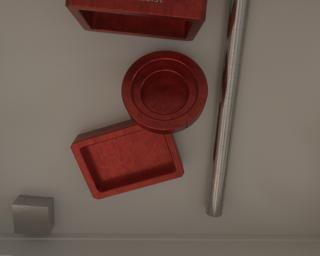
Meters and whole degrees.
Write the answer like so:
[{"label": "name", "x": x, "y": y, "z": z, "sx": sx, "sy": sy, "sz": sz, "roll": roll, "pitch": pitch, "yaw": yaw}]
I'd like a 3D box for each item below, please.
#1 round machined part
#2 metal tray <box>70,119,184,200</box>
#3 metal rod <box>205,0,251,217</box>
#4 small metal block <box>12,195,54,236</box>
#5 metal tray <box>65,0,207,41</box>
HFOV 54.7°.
[{"label": "round machined part", "x": 0.006, "y": -0.039, "z": 0.371, "sx": 0.099, "sy": 0.042, "sz": 0.098, "roll": 0, "pitch": 74, "yaw": 2}, {"label": "metal tray", "x": -0.042, "y": 0.038, "z": 0.421, "sx": 0.131, "sy": 0.030, "sz": 0.089, "roll": -16, "pitch": 110, "yaw": 5}, {"label": "metal rod", "x": 0.086, "y": -0.015, "z": 0.406, "sx": 0.025, "sy": 0.025, "sz": 0.298, "roll": 2, "pitch": 110, "yaw": -1}, {"label": "small metal block", "x": -0.185, "y": 0.129, "z": 0.456, "sx": 0.050, "sy": 0.025, "sz": 0.050, "roll": 5, "pitch": 110, "yaw": -3}, {"label": "metal tray", "x": -0.022, "y": -0.123, "z": 0.328, "sx": 0.131, "sy": 0.090, "sz": 0.030, "roll": 5, "pitch": 93, "yaw": -3}]
